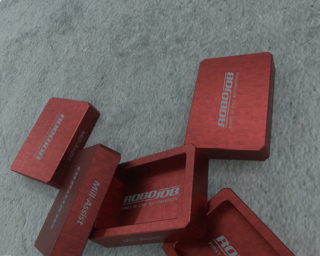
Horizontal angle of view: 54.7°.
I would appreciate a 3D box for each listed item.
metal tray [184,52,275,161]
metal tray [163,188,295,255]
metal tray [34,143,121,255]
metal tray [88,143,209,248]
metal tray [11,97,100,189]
[{"bbox_3d":[0.086,-0.027,0.372,0.090,0.030,0.130,-1,61,27],"label":"metal tray"},{"bbox_3d":[0.074,0.131,0.281,0.090,0.030,0.130,-42,51,-1],"label":"metal tray"},{"bbox_3d":[-0.099,0.087,0.370,0.090,0.030,0.130,-18,47,58],"label":"metal tray"},{"bbox_3d":[-0.013,0.075,0.334,0.130,0.030,0.090,-19,44,31],"label":"metal tray"},{"bbox_3d":[-0.158,0.018,0.470,0.090,0.030,0.130,10,66,32],"label":"metal tray"}]
